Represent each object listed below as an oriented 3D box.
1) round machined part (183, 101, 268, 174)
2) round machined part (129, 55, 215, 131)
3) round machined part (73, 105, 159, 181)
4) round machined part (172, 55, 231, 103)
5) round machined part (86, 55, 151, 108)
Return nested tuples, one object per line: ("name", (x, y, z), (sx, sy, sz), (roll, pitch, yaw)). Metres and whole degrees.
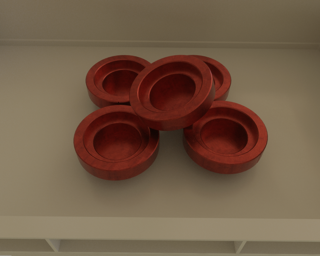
("round machined part", (0.077, 0.015, 0.380), (0.099, 0.042, 0.098), (0, 50, 0))
("round machined part", (0.017, -0.037, 0.368), (0.098, 0.042, 0.098), (-10, 54, 15))
("round machined part", (-0.050, 0.021, 0.373), (0.099, 0.042, 0.098), (0, 50, 0))
("round machined part", (0.048, -0.057, 0.441), (0.099, 0.042, 0.098), (0, 50, 0))
("round machined part", (-0.052, -0.057, 0.439), (0.099, 0.042, 0.098), (0, 50, 0))
